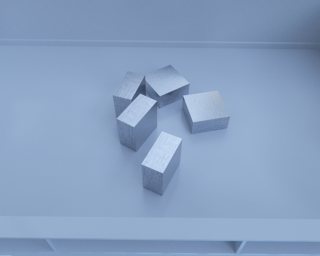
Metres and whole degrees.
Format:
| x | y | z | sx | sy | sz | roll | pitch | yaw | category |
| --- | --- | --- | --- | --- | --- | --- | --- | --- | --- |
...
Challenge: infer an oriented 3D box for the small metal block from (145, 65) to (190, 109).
| x | y | z | sx | sy | sz | roll | pitch | yaw | category |
| --- | --- | --- | --- | --- | --- | --- | --- | --- | --- |
| 0.008 | -0.062 | 0.457 | 0.050 | 0.025 | 0.050 | -26 | 55 | -20 | small metal block |

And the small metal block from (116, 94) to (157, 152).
| x | y | z | sx | sy | sz | roll | pitch | yaw | category |
| --- | --- | --- | --- | --- | --- | --- | --- | --- | --- |
| -0.028 | -0.006 | 0.394 | 0.025 | 0.050 | 0.050 | 25 | 54 | 19 | small metal block |

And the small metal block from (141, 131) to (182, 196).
| x | y | z | sx | sy | sz | roll | pitch | yaw | category |
| --- | --- | --- | --- | --- | --- | --- | --- | --- | --- |
| 0.003 | 0.041 | 0.354 | 0.025 | 0.050 | 0.050 | 21 | 53 | 16 | small metal block |

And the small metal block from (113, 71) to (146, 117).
| x | y | z | sx | sy | sz | roll | pitch | yaw | category |
| --- | --- | --- | --- | --- | --- | --- | --- | --- | --- |
| -0.040 | -0.040 | 0.422 | 0.025 | 0.050 | 0.050 | 14 | 52 | 11 | small metal block |

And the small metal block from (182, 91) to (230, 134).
| x | y | z | sx | sy | sz | roll | pitch | yaw | category |
| --- | --- | --- | --- | --- | --- | --- | --- | --- | --- |
| 0.062 | -0.022 | 0.424 | 0.050 | 0.025 | 0.050 | -9 | 51 | -8 | small metal block |
